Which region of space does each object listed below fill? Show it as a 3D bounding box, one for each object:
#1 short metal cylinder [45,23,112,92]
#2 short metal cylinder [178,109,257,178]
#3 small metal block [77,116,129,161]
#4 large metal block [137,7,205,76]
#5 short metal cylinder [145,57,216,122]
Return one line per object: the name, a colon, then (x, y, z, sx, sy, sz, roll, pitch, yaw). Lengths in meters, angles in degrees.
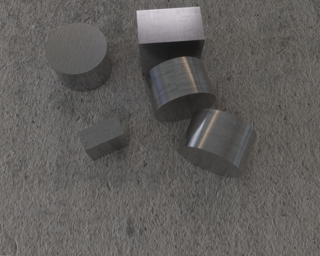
short metal cylinder: (-0.110, -0.097, 0.429, 0.081, 0.050, 0.080, 0, 70, 0)
short metal cylinder: (0.068, 0.020, 0.372, 0.080, 0.080, 0.050, 23, 72, 8)
small metal block: (-0.070, 0.014, 0.389, 0.050, 0.050, 0.025, -24, 72, -9)
large metal block: (0.013, -0.114, 0.421, 0.081, 0.080, 0.050, -4, 70, -2)
short metal cylinder: (0.025, -0.047, 0.396, 0.081, 0.080, 0.050, -14, 71, -5)
